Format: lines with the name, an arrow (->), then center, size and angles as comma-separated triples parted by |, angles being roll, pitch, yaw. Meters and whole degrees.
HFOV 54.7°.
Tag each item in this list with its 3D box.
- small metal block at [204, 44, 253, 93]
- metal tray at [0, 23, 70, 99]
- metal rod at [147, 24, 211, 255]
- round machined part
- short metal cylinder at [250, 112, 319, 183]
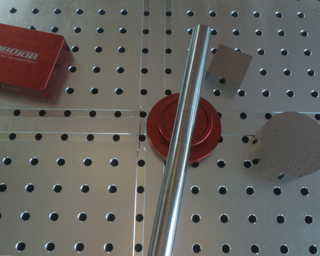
small metal block -> 0.098, -0.085, 0.444 | 0.050, 0.025, 0.050 | 24, 72, 8
metal tray -> -0.207, -0.099, 0.443 | 0.131, 0.030, 0.090 | 12, 70, 4
metal rod -> 0.027, 0.007, 0.364 | 0.025, 0.025, 0.299 | 11, 70, 3
round machined part -> 0.032, -0.003, 0.404 | 0.099, 0.042, 0.098 | 0, 70, -1
short metal cylinder -> 0.160, 0.026, 0.391 | 0.081, 0.050, 0.080 | 0, 70, 0
